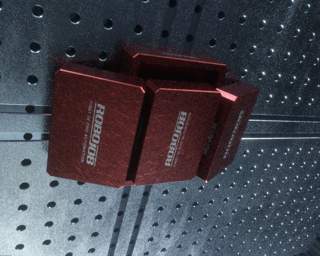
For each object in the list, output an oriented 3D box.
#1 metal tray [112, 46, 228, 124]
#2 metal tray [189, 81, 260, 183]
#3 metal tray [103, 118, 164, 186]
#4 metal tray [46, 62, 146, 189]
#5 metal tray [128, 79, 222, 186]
[{"bbox_3d":[0.013,-0.047,0.387,0.131,0.030,0.089,0,119,-29],"label":"metal tray"},{"bbox_3d":[0.091,0.004,0.438,0.091,0.030,0.129,-21,132,-51],"label":"metal tray"},{"bbox_3d":[-0.007,0.032,0.426,0.131,0.030,0.089,0,119,-29],"label":"metal tray"},{"bbox_3d":[-0.073,0.001,0.347,0.091,0.030,0.129,12,115,-6],"label":"metal tray"},{"bbox_3d":[0.015,0.008,0.383,0.091,0.030,0.129,-1,119,-29],"label":"metal tray"}]
